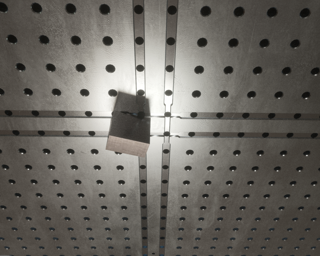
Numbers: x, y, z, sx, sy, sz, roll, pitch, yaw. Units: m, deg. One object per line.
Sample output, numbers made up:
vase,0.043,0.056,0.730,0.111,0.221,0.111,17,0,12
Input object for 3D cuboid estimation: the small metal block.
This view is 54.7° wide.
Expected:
small metal block,-0.040,0.007,0.401,0.050,0.050,0.025,13,129,-11
